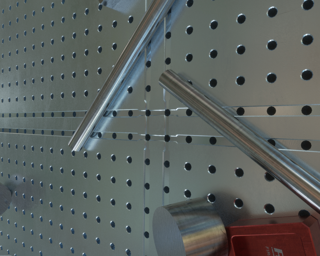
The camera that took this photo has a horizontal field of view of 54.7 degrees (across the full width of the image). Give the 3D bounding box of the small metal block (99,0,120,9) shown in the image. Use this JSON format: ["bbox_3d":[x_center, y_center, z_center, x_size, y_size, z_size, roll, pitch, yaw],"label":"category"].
[{"bbox_3d":[-0.075,-0.220,0.469,0.050,0.025,0.050,-39,67,33],"label":"small metal block"}]

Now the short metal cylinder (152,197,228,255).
[{"bbox_3d":[0.031,0.123,0.346,0.080,0.050,0.079,27,121,60],"label":"short metal cylinder"}]

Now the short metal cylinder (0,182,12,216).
[{"bbox_3d":[-0.379,0.154,0.681,0.050,0.081,0.079,14,99,39],"label":"short metal cylinder"}]

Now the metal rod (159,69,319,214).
[{"bbox_3d":[0.103,0.022,0.323,0.300,0.025,0.025,43,116,31],"label":"metal rod"}]

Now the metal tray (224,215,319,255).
[{"bbox_3d":[0.121,0.158,0.305,0.090,0.030,0.129,-19,78,38],"label":"metal tray"}]

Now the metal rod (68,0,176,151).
[{"bbox_3d":[-0.063,-0.076,0.458,0.025,0.025,0.298,52,120,27],"label":"metal rod"}]
